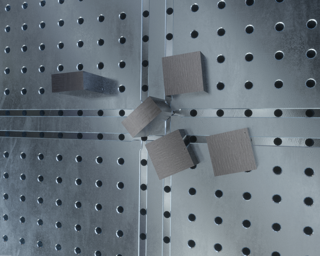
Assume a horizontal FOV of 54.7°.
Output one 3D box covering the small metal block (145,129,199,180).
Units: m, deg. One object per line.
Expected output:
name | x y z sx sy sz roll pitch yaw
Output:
small metal block | 0.016 0.034 0.406 0.050 0.025 0.050 -26 82 18

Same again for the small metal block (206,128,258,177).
small metal block | 0.089 0.029 0.381 0.050 0.025 0.050 -13 86 19

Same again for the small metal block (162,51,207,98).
small metal block | 0.032 -0.068 0.401 0.050 0.025 0.050 -5 88 19

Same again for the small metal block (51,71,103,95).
small metal block | -0.116 -0.062 0.439 0.050 0.050 0.025 -2 89 19

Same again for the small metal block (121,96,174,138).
small metal block | -0.015 -0.014 0.404 0.050 0.050 0.025 -42 77 15
